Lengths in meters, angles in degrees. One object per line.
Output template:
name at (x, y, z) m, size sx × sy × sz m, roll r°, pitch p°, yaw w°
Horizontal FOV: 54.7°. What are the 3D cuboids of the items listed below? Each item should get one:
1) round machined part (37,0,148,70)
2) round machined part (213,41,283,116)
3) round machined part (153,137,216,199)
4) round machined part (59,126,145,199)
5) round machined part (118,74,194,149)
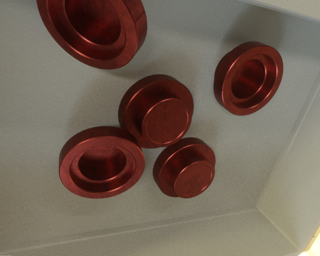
round machined part at (-0.056, -0.105, 0.280) m, size 0.042 × 0.098 × 0.098 m, roll -62°, pitch 141°, yaw -36°
round machined part at (0.113, -0.069, 0.419) m, size 0.099 × 0.042 × 0.097 m, roll -14°, pitch 125°, yaw -21°
round machined part at (0.042, 0.066, 0.464) m, size 0.099 × 0.042 × 0.097 m, roll -14°, pitch 125°, yaw -21°
round machined part at (-0.071, 0.037, 0.375) m, size 0.099 × 0.042 × 0.097 m, roll -9°, pitch 128°, yaw -12°
round machined part at (0.001, -0.015, 0.391) m, size 0.099 × 0.042 × 0.097 m, roll -14°, pitch 125°, yaw -21°
